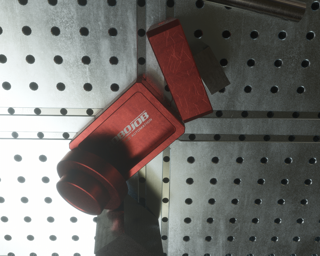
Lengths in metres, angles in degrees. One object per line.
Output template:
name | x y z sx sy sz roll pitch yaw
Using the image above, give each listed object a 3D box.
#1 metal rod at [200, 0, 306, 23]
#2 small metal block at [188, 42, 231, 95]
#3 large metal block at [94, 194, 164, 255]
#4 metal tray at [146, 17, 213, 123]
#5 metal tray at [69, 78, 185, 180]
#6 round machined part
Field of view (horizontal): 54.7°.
metal rod | 0.018 -0.166 0.352 0.302 0.025 0.025 11 110 -5
small metal block | 0.057 -0.073 0.374 0.025 0.050 0.050 -31 108 10
large metal block | -0.042 0.149 0.432 0.050 0.080 0.080 -37 116 12
metal tray | 0.019 -0.069 0.332 0.030 0.130 0.090 -21 109 7
metal tray | -0.043 0.008 0.413 0.130 0.030 0.090 -41 106 13
round machined part | -0.095 0.077 0.406 0.098 0.042 0.097 18 139 17
